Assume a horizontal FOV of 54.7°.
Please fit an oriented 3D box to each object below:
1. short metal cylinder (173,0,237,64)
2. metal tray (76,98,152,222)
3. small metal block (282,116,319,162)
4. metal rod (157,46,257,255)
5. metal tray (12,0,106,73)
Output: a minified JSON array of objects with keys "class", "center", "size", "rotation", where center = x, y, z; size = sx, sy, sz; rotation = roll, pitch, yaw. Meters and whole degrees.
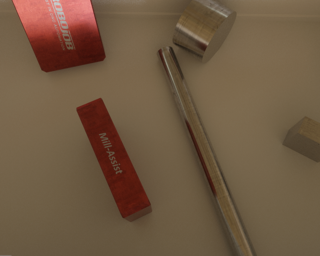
[{"class":"short metal cylinder","center":[0.062,-0.138,0.432],"size":[0.050,0.080,0.080],"rotation":[36,74,12]},{"class":"metal tray","center":[-0.051,0.040,0.359],"size":[0.030,0.090,0.130],"rotation":[-24,72,-9]},{"class":"small metal block","center":[0.193,0.016,0.393],"size":[0.050,0.050,0.025],"rotation":[28,73,9]},{"class":"metal rod","center":[0.054,0.023,0.401],"size":[0.025,0.025,0.299],"rotation":[-17,71,-7]},{"class":"metal tray","center":[-0.131,-0.144,0.406],"size":[0.091,0.129,0.030],"rotation":[-13,41,-5]}]
